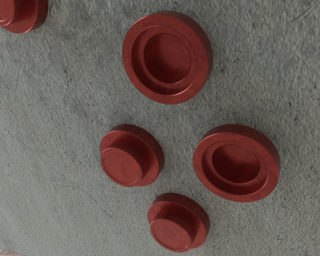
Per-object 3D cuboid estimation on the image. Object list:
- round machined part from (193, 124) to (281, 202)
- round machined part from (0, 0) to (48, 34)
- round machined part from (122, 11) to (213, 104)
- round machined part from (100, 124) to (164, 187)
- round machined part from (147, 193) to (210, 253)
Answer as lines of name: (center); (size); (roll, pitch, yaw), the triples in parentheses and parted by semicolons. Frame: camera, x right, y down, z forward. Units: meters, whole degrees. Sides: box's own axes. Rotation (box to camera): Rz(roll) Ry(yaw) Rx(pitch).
round machined part: (0.092, 0.038, 0.370); (0.098, 0.042, 0.097); (13, 124, 21)
round machined part: (-0.196, -0.169, 0.395); (0.098, 0.042, 0.097); (13, 124, 21)
round machined part: (0.011, -0.079, 0.341); (0.098, 0.042, 0.097); (13, 124, 21)
round machined part: (-0.047, 0.047, 0.449); (0.098, 0.042, 0.097); (13, 124, 21)
round machined part: (0.024, 0.152, 0.477); (0.098, 0.042, 0.097); (13, 124, 21)
